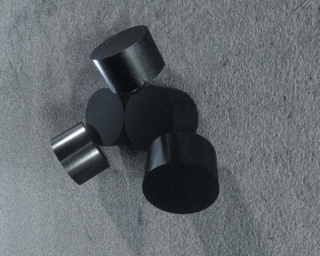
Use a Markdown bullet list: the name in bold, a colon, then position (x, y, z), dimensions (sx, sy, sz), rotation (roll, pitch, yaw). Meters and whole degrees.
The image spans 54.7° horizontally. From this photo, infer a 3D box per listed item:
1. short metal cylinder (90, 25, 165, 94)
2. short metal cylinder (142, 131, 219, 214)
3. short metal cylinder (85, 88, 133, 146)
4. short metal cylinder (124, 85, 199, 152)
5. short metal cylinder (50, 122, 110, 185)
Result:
- **short metal cylinder**: position (-0.041, -0.088, 0.397), dimensions (0.080, 0.080, 0.050), rotation (2, 134, 40)
- **short metal cylinder**: position (0.023, 0.050, 0.343), dimensions (0.080, 0.080, 0.050), rotation (-44, 22, 31)
- **short metal cylinder**: position (-0.061, -0.015, 0.440), dimensions (0.080, 0.050, 0.080), rotation (0, 90, 40)
- **short metal cylinder**: position (0.001, -0.011, 0.389), dimensions (0.080, 0.050, 0.080), rotation (0, 90, 40)
- **short metal cylinder**: position (-0.117, 0.037, 0.459), dimensions (0.050, 0.080, 0.080), rotation (-32, 64, -8)
